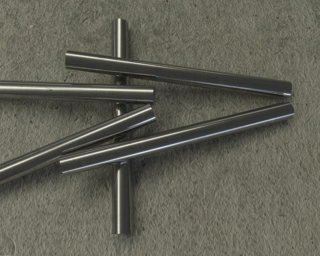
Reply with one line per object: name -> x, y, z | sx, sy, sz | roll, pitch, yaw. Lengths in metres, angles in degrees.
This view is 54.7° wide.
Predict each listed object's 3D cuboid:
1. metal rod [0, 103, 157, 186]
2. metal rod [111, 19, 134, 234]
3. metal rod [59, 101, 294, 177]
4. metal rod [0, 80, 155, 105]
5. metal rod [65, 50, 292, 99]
metal rod -> -0.148, 0.038, 0.379 | 0.302, 0.025, 0.025 | -22, 72, -3
metal rod -> -0.052, -0.016, 0.414 | 0.025, 0.025, 0.299 | -3, 70, -2
metal rod -> 0.031, 0.010, 0.389 | 0.302, 0.025, 0.025 | -13, 71, -12
metal rod -> -0.157, -0.049, 0.410 | 0.302, 0.025, 0.025 | 3, 70, 6
metal rod -> 0.028, -0.071, 0.418 | 0.302, 0.025, 0.025 | 7, 70, -5
